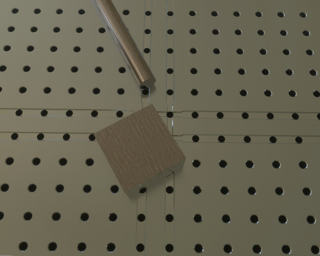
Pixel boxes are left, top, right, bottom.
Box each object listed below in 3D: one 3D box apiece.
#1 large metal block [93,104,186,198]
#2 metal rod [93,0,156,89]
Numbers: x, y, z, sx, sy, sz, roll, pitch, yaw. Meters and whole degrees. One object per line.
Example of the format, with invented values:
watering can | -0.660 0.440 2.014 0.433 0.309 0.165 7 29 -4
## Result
large metal block | -0.024 0.029 0.387 0.080 0.050 0.080 -28 73 -10
metal rod | -0.084 -0.188 0.479 0.025 0.025 0.299 -25 72 -9
